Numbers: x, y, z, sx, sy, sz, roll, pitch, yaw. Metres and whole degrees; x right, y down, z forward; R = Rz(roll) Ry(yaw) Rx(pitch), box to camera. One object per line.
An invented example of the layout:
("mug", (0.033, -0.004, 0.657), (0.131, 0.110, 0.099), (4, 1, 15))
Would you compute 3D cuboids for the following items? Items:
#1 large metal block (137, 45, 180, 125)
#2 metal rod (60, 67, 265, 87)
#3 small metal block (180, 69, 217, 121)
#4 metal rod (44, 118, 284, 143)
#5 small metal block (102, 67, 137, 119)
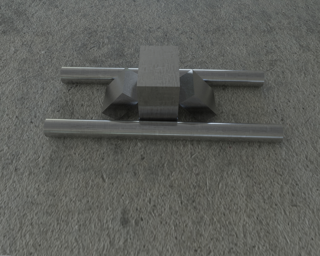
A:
("large metal block", (-0.002, -0.054, 0.417), (0.050, 0.080, 0.080), (1, 50, 0))
("metal rod", (0.004, -0.078, 0.470), (0.302, 0.025, 0.025), (1, 50, 0))
("small metal block", (0.051, -0.043, 0.424), (0.025, 0.050, 0.050), (-30, 41, 31))
("metal rod", (0.004, 0.003, 0.402), (0.302, 0.025, 0.025), (1, 50, 0))
("small metal block", (-0.053, -0.046, 0.425), (0.025, 0.050, 0.050), (28, 43, -29))
